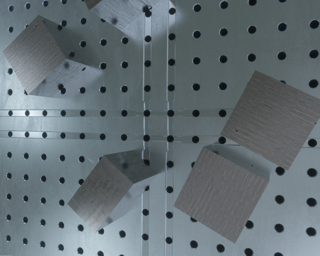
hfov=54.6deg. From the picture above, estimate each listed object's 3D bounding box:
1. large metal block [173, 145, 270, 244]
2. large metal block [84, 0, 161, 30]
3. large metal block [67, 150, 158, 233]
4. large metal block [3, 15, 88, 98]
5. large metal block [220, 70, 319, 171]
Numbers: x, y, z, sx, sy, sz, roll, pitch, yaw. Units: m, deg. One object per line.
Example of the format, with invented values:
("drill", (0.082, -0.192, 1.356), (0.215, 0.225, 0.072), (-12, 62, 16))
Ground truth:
("large metal block", (0.075, 0.075, 0.373), (0.080, 0.050, 0.080), (28, 99, 18))
("large metal block", (-0.050, -0.182, 0.401), (0.080, 0.080, 0.050), (-31, 80, 17))
("large metal block", (-0.058, 0.078, 0.404), (0.050, 0.080, 0.080), (41, 103, 15))
("large metal block", (-0.170, -0.103, 0.460), (0.080, 0.050, 0.080), (-37, 78, 16))
("large metal block", (0.127, -0.009, 0.354), (0.080, 0.050, 0.080), (30, 100, 17))
